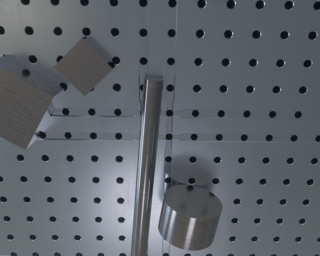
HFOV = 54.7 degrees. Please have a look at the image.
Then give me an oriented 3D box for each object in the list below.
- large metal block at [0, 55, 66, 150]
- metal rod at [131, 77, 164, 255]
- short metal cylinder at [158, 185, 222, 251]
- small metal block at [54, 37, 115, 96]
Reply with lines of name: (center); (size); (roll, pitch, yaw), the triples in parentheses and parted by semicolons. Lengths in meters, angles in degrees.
large metal block: (-0.179, -0.033, 0.386); (0.080, 0.050, 0.080); (30, 107, -11)
metal rod: (-0.021, 0.077, 0.441); (0.025, 0.025, 0.298); (5, 110, -2)
short metal cylinder: (0.041, 0.121, 0.429); (0.081, 0.080, 0.050); (8, 110, -3)
small metal block: (-0.092, -0.076, 0.384); (0.050, 0.025, 0.050); (-41, 105, 13)
